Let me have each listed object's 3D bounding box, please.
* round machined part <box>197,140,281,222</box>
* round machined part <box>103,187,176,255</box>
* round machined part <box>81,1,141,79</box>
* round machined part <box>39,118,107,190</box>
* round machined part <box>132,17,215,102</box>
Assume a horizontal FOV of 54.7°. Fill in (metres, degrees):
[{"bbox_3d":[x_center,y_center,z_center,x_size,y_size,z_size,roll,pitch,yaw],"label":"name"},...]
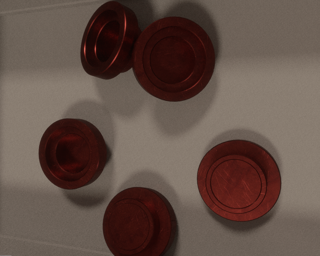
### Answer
[{"bbox_3d":[0.092,0.063,0.369,0.098,0.042,0.097,0,90,19],"label":"round machined part"},{"bbox_3d":[-0.032,0.126,0.401,0.098,0.042,0.098,-5,75,20],"label":"round machined part"},{"bbox_3d":[-0.060,-0.111,0.408,0.098,0.042,0.098,-11,73,43],"label":"round machined part"},{"bbox_3d":[-0.119,0.035,0.442,0.098,0.042,0.097,0,90,19],"label":"round machined part"},{"bbox_3d":[0.014,-0.083,0.381,0.099,0.042,0.097,-2,100,-11],"label":"round machined part"}]
